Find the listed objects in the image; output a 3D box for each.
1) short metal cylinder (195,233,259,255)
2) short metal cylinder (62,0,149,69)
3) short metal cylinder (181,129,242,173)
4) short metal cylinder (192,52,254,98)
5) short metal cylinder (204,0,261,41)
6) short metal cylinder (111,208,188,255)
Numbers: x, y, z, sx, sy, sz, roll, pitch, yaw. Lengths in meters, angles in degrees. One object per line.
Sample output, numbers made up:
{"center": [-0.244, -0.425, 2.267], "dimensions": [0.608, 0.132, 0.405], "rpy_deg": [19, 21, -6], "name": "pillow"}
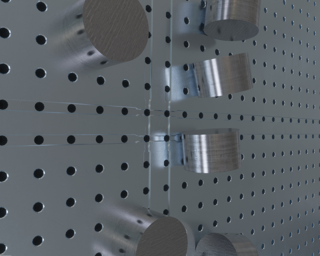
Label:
{"center": [0.097, 0.196, 0.455], "dimensions": [0.050, 0.080, 0.080], "rpy_deg": [17, 79, -39], "name": "short metal cylinder"}
{"center": [-0.060, -0.109, 0.342], "dimensions": [0.081, 0.050, 0.079], "rpy_deg": [0, 90, -40], "name": "short metal cylinder"}
{"center": [0.072, 0.029, 0.433], "dimensions": [0.081, 0.080, 0.050], "rpy_deg": [-8, 96, -40], "name": "short metal cylinder"}
{"center": [0.091, -0.077, 0.449], "dimensions": [0.081, 0.080, 0.050], "rpy_deg": [-19, 103, -38], "name": "short metal cylinder"}
{"center": [0.108, -0.169, 0.463], "dimensions": [0.081, 0.080, 0.050], "rpy_deg": [10, 84, -40], "name": "short metal cylinder"}
{"center": [-0.012, 0.144, 0.383], "dimensions": [0.081, 0.050, 0.079], "rpy_deg": [0, 90, -40], "name": "short metal cylinder"}
